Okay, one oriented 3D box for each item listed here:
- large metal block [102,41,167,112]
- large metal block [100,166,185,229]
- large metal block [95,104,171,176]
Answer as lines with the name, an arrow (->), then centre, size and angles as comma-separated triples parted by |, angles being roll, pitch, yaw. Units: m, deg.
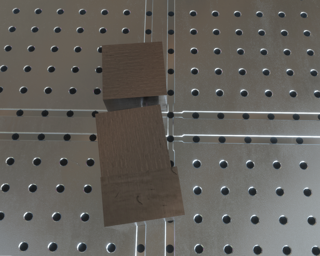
large metal block -> -0.034, -0.067, 0.423 | 0.080, 0.050, 0.080 | -4, 70, -2
large metal block -> -0.018, 0.082, 0.353 | 0.080, 0.080, 0.050 | -8, 70, -3
large metal block -> -0.033, 0.022, 0.390 | 0.080, 0.050, 0.080 | -9, 70, -3
